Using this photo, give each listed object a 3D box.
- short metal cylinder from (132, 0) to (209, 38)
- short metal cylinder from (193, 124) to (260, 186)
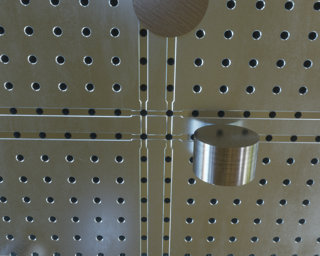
[{"bbox_3d":[0.011,-0.144,0.347,0.081,0.050,0.079,0,110,0],"label":"short metal cylinder"},{"bbox_3d":[0.083,0.032,0.397,0.081,0.080,0.050,0,110,0],"label":"short metal cylinder"}]
